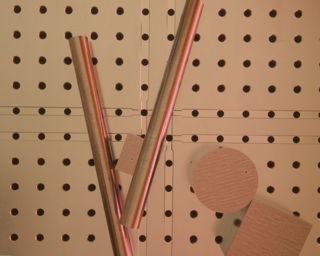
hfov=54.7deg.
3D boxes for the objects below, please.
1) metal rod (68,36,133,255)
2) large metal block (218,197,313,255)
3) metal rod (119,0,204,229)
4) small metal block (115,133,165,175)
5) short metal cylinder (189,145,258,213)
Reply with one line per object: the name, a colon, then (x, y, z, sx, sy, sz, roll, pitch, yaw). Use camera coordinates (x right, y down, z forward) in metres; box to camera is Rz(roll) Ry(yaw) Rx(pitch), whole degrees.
metal rod: (-0.078, 0.028, 0.412, 0.025, 0.025, 0.298, -12, 90, 0)
large metal block: (0.133, 0.138, 0.402, 0.080, 0.050, 0.080, 24, 90, 0)
metal rod: (0.004, -0.024, 0.394, 0.025, 0.025, 0.299, 17, 82, 0)
small metal block: (-0.026, 0.038, 0.413, 0.050, 0.025, 0.050, 20, 90, 0)
short metal cylinder: (0.080, 0.064, 0.402, 0.081, 0.050, 0.079, 0, 90, -1)
